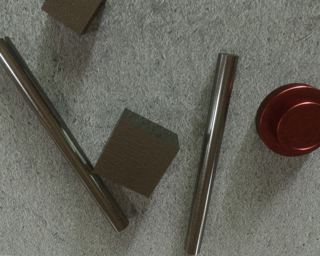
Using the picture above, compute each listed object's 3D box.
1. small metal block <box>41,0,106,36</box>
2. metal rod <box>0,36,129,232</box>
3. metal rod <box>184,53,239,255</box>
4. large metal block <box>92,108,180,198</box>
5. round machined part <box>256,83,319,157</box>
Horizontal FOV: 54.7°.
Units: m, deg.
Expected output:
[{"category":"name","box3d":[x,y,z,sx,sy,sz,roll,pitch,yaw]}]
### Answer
[{"category":"small metal block","box3d":[-0.098,-0.143,0.356,0.050,0.025,0.050,34,106,-12]},{"category":"metal rod","box3d":[-0.125,0.021,0.415,0.025,0.025,0.299,-26,109,9]},{"category":"metal rod","box3d":[0.067,0.049,0.428,0.025,0.025,0.298,6,110,-3]},{"category":"large metal block","box3d":[-0.030,0.032,0.408,0.080,0.050,0.080,27,108,-10]},{"category":"round machined part","box3d":[0.179,-0.006,0.401,0.099,0.042,0.097,0,110,-1]}]
